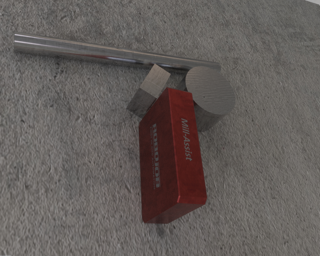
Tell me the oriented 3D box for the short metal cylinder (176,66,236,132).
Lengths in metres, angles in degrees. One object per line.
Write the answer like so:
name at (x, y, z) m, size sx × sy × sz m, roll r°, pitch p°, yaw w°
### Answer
short metal cylinder at (0.060, -0.041, 0.445) m, size 0.081 × 0.050 × 0.080 m, roll 14°, pitch 56°, yaw -21°

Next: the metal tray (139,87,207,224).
metal tray at (0.008, 0.032, 0.346) m, size 0.030 × 0.090 × 0.130 m, roll 10°, pitch 58°, yaw -23°

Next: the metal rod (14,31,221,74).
metal rod at (-0.041, -0.100, 0.442) m, size 0.303 × 0.025 × 0.025 m, roll 2°, pitch 61°, yaw -27°

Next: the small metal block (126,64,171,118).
small metal block at (-0.016, -0.048, 0.409) m, size 0.025 × 0.050 × 0.050 m, roll 33°, pitch 52°, yaw -7°
